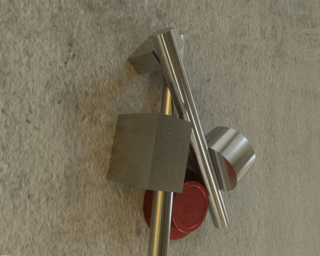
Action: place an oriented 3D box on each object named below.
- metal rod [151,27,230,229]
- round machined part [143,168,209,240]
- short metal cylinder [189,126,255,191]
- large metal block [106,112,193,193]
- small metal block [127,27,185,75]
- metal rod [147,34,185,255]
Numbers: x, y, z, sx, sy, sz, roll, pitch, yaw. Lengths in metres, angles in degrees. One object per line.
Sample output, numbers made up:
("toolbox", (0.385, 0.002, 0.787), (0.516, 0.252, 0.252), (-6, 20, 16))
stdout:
("metal rod", (0.048, 0.020, 0.404), (0.025, 0.025, 0.298), (-40, 123, -33))
("round machined part", (0.028, 0.103, 0.422), (0.099, 0.042, 0.097), (0, 90, -40))
("short metal cylinder", (0.089, 0.044, 0.448), (0.050, 0.080, 0.080), (-40, 115, -33))
("large metal block", (-0.014, 0.028, 0.361), (0.050, 0.080, 0.080), (15, 80, -39))
("small metal block", (-0.005, -0.095, 0.387), (0.050, 0.050, 0.025), (-52, 121, -27))
("metal rod", (0.009, 0.021, 0.396), (0.025, 0.025, 0.299), (15, 74, -39))
